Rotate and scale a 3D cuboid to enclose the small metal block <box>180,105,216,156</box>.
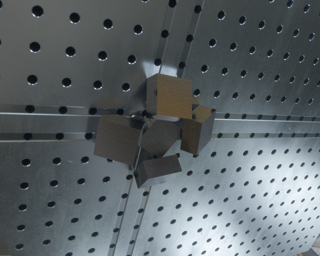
[{"bbox_3d":[0.053,0.002,0.428,0.050,0.025,0.050,-38,141,-51],"label":"small metal block"}]

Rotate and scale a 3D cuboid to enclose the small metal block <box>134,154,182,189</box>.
[{"bbox_3d":[-0.004,0.061,0.432,0.050,0.025,0.050,-9,158,-24],"label":"small metal block"}]

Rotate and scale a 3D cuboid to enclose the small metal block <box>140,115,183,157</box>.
[{"bbox_3d":[-0.004,0.006,0.414,0.050,0.025,0.050,-49,129,6],"label":"small metal block"}]

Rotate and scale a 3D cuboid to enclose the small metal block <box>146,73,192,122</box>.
[{"bbox_3d":[0.012,-0.036,0.381,0.050,0.025,0.050,6,79,-31],"label":"small metal block"}]

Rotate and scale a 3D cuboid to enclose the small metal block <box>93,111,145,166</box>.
[{"bbox_3d":[-0.050,0.013,0.378,0.050,0.025,0.050,16,115,2],"label":"small metal block"}]
